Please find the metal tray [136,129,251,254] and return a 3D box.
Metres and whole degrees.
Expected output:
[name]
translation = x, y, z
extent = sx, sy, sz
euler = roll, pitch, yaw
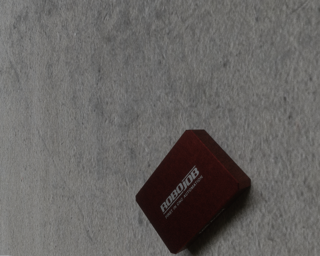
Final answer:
[metal tray]
translation = 0.033, 0.076, 0.375
extent = 0.090, 0.030, 0.129
euler = 50, 119, 28
